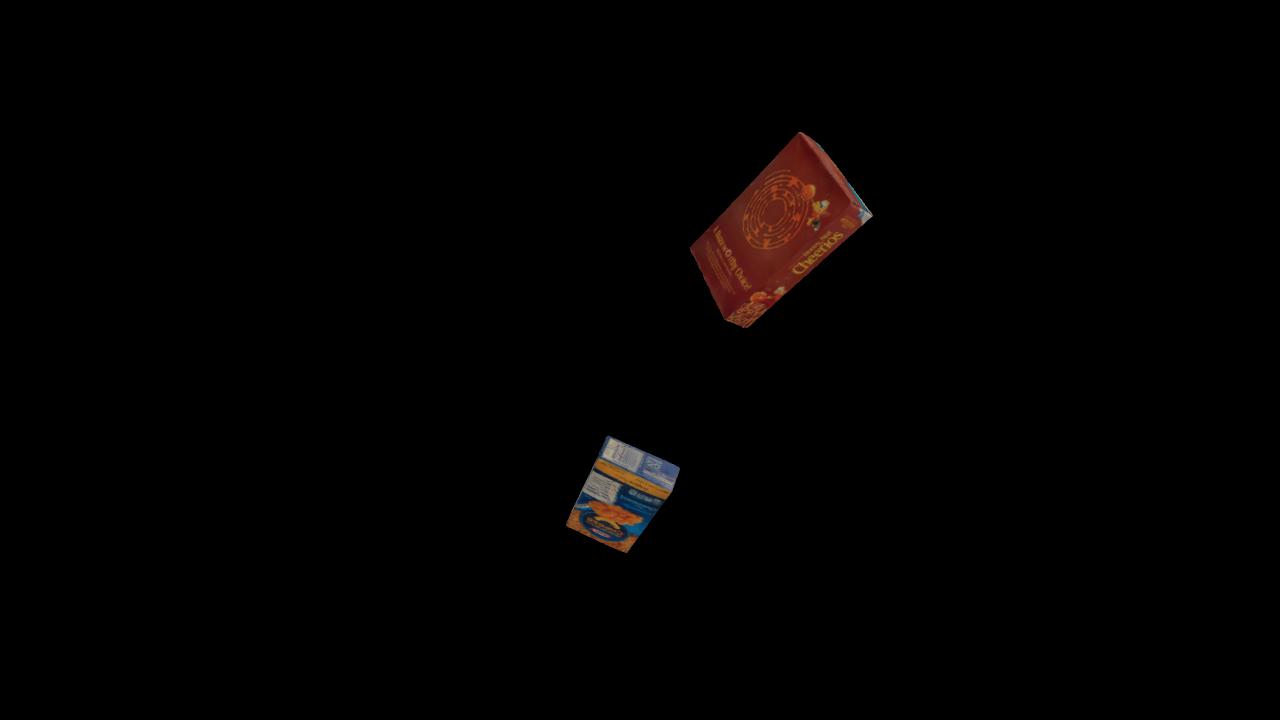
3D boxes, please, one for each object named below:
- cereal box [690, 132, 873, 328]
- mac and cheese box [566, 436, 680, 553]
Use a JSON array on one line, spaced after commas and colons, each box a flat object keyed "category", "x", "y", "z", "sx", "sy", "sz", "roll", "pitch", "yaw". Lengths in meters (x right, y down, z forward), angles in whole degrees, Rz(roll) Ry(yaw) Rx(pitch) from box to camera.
[{"category": "cereal box", "x": 0.244, "y": -0.232, "z": 1.126, "sx": 0.081, "sy": 0.203, "sz": 0.306, "roll": 16, "pitch": -48, "yaw": -41}, {"category": "mac and cheese box", "x": -0.026, "y": 0.169, "z": 0.750, "sx": 0.093, "sy": 0.041, "sz": 0.184, "roll": 23, "pitch": -42, "yaw": -1}]
